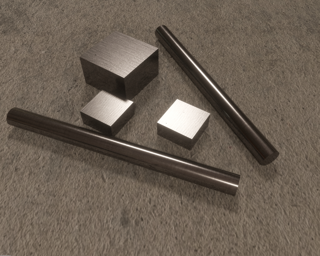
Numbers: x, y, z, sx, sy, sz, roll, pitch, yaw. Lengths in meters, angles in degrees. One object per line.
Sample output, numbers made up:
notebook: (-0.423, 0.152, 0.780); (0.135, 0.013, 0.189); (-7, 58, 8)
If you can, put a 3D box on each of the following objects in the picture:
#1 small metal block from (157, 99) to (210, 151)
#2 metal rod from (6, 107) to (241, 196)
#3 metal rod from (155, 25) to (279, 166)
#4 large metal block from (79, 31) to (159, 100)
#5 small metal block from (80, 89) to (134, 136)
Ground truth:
small metal block: (0.031, -0.005, 0.408); (0.050, 0.025, 0.050); (26, 54, 20)
metal rod: (-0.054, 0.025, 0.381); (0.301, 0.025, 0.025); (16, 52, 12)
metal rod: (0.068, -0.066, 0.459); (0.025, 0.025, 0.300); (-20, 53, -17)
large metal block: (-0.058, -0.093, 0.464); (0.080, 0.050, 0.080); (28, 55, 21)
small metal block: (-0.070, -0.021, 0.420); (0.050, 0.025, 0.050); (25, 54, 19)
